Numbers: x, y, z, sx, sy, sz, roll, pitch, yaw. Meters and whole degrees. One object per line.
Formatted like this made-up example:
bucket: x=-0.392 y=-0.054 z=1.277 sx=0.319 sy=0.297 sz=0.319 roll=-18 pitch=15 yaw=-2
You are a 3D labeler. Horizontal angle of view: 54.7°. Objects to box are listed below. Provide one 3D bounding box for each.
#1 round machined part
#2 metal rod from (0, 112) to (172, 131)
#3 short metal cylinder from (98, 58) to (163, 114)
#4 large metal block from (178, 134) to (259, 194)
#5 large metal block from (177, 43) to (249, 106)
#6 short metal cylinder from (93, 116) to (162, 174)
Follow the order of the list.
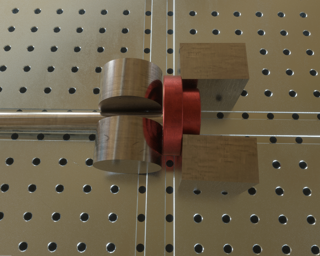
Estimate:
round machined part: x=0.025 y=-0.015 z=0.378 sx=0.042 sy=0.098 sz=0.098 roll=1 pitch=70 yaw=0
metal rod: x=-0.120 y=-0.009 z=0.402 sx=0.302 sy=0.025 sz=0.025 roll=0 pitch=70 yaw=4
short metal cylinder: x=-0.037 y=-0.047 z=0.400 sx=0.080 sy=0.080 sz=0.050 roll=1 pitch=71 yaw=0
large metal block: x=0.064 y=0.045 z=0.367 sx=0.080 sy=0.080 sz=0.050 roll=3 pitch=70 yaw=1
large metal block: x=0.065 y=-0.067 z=0.408 sx=0.081 sy=0.080 sz=0.050 roll=0 pitch=70 yaw=0
short metal cylinder: x=-0.038 y=0.023 z=0.373 sx=0.080 sy=0.080 sz=0.050 roll=1 pitch=71 yaw=0
